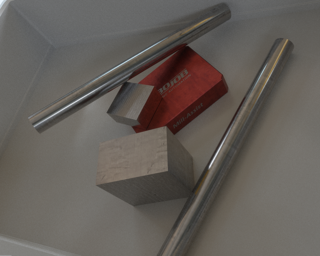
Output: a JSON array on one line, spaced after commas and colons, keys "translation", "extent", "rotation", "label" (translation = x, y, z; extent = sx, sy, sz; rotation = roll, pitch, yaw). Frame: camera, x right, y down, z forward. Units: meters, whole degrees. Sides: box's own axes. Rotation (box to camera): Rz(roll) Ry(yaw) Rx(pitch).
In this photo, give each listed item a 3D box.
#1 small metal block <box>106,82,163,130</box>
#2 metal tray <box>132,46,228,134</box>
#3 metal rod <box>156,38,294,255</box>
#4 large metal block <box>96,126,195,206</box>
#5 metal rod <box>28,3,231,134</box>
[{"translation": [-0.033, -0.030, 0.401], "extent": [0.050, 0.025, 0.050], "rotation": [14, 68, 33], "label": "small metal block"}, {"translation": [0.014, -0.043, 0.421], "extent": [0.130, 0.030, 0.090], "rotation": [-39, 51, 1], "label": "metal tray"}, {"translation": [0.079, 0.020, 0.351], "extent": [0.025, 0.025, 0.300], "rotation": [21, 73, 35], "label": "metal rod"}, {"translation": [-0.013, 0.047, 0.347], "extent": [0.080, 0.080, 0.050], "rotation": [-14, 56, 20], "label": "large metal block"}, {"translation": [-0.030, -0.084, 0.409], "extent": [0.301, 0.025, 0.025], "rotation": [-33, 50, -12], "label": "metal rod"}]
